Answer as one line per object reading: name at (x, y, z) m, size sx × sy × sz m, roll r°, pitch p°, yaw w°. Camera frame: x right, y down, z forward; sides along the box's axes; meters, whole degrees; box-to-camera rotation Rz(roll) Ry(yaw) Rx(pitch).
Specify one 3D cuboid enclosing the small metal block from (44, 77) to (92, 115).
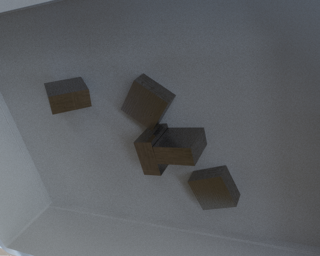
small metal block at (-0.124, -0.045, 0.415) m, size 0.050 × 0.050 × 0.025 m, roll -132°, pitch 33°, yaw -53°

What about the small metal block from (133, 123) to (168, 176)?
small metal block at (-0.006, 0.028, 0.411) m, size 0.025 × 0.050 × 0.050 m, roll -2°, pitch 118°, yaw 29°

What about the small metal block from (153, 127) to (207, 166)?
small metal block at (0.026, 0.022, 0.391) m, size 0.050 × 0.050 × 0.025 m, roll 0°, pitch 118°, yaw 28°

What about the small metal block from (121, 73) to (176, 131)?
small metal block at (-0.016, -0.033, 0.395) m, size 0.050 × 0.025 × 0.050 m, roll 35°, pitch 129°, yaw 5°

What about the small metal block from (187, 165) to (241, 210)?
small metal block at (0.074, 0.082, 0.420) m, size 0.050 × 0.025 × 0.050 m, roll -17°, pitch 110°, yaw 34°
